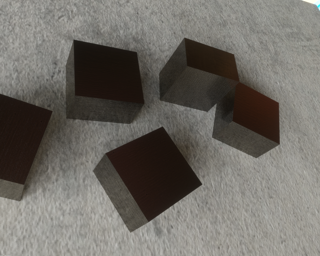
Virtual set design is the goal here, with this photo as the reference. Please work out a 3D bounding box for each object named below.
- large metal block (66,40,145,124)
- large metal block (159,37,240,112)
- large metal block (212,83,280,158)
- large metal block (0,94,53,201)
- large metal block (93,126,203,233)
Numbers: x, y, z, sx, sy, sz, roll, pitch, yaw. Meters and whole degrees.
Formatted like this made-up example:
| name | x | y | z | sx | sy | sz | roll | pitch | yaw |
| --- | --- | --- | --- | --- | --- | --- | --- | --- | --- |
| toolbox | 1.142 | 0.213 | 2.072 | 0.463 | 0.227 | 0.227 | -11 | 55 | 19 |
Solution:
| name | x | y | z | sx | sy | sz | roll | pitch | yaw |
| --- | --- | --- | --- | --- | --- | --- | --- | --- | --- |
| large metal block | -0.071 | -0.055 | 0.384 | 0.081 | 0.050 | 0.080 | 5 | 60 | -26 |
| large metal block | 0.053 | -0.072 | 0.443 | 0.081 | 0.080 | 0.050 | 12 | 57 | -22 |
| large metal block | 0.131 | -0.013 | 0.468 | 0.080 | 0.050 | 0.080 | 25 | 53 | -14 |
| large metal block | -0.158 | 0.015 | 0.294 | 0.081 | 0.050 | 0.080 | 20 | 54 | -17 |
| large metal block | -0.014 | 0.056 | 0.347 | 0.081 | 0.050 | 0.080 | -25 | 76 | -37 |
